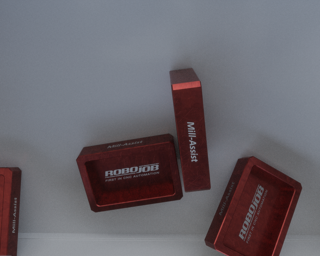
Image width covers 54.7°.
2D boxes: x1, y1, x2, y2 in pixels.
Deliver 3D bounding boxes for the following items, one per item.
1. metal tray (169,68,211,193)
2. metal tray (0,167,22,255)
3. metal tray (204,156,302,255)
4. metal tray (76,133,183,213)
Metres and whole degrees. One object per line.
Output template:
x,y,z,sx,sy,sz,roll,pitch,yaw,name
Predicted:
0.035,0.000,0.376,0.030,0.090,0.129,-7,110,3,metal tray
-0.243,0.118,0.420,0.091,0.030,0.129,0,83,-1,metal tray
0.127,0.114,0.415,0.090,0.030,0.130,30,74,-9,metal tray
-0.039,0.063,0.431,0.131,0.030,0.089,-9,110,3,metal tray
